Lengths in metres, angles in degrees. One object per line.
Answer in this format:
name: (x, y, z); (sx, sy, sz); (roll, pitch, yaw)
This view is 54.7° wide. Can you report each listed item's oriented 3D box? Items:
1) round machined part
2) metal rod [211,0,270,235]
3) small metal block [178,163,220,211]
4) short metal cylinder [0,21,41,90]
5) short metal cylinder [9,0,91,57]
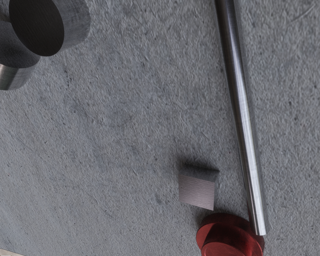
round machined part: (0.099, 0.175, 0.452); (0.098, 0.042, 0.097); (13, 124, 21)
metal rod: (0.099, 0.005, 0.357); (0.025, 0.025, 0.298); (-1, 118, 29)
small metal block: (0.054, 0.081, 0.429); (0.050, 0.025, 0.050); (11, 123, 22)
short metal cylinder: (-0.212, -0.098, 0.422); (0.080, 0.080, 0.050); (47, 129, -5)
short metal cylinder: (-0.133, -0.134, 0.378); (0.080, 0.050, 0.079); (13, 124, 21)
